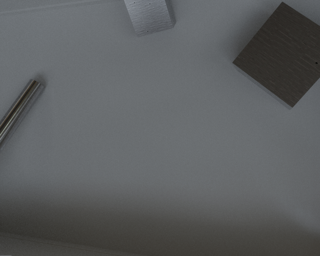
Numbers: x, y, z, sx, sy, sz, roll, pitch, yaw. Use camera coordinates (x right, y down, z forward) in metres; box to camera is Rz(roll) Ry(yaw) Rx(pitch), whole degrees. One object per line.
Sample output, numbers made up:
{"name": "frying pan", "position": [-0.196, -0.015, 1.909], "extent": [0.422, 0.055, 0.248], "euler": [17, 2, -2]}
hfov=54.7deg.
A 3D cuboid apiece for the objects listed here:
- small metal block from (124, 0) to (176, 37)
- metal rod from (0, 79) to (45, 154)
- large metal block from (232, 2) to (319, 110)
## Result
{"name": "small metal block", "position": [-0.012, -0.151, 0.401], "extent": [0.050, 0.025, 0.050], "euler": [-9, 123, 19]}
{"name": "metal rod", "position": [-0.255, 0.059, 0.433], "extent": [0.025, 0.025, 0.300], "euler": [22, 72, 18]}
{"name": "large metal block", "position": [0.142, -0.077, 0.347], "extent": [0.080, 0.050, 0.080], "euler": [42, 103, 15]}
